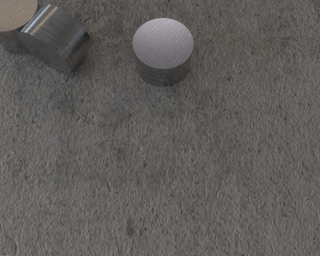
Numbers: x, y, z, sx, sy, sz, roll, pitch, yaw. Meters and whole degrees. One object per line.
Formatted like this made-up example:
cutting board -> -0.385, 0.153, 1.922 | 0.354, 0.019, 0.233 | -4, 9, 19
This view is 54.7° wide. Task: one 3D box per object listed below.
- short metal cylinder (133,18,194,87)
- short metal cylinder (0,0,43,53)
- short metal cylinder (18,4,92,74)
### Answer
short metal cylinder -> 0.004, -0.104, 0.433 | 0.081, 0.050, 0.080 | 0, 70, 0
short metal cylinder -> -0.207, -0.156, 0.448 | 0.080, 0.050, 0.080 | -1, 68, 2
short metal cylinder -> -0.141, -0.119, 0.421 | 0.080, 0.080, 0.050 | 29, 73, 10
